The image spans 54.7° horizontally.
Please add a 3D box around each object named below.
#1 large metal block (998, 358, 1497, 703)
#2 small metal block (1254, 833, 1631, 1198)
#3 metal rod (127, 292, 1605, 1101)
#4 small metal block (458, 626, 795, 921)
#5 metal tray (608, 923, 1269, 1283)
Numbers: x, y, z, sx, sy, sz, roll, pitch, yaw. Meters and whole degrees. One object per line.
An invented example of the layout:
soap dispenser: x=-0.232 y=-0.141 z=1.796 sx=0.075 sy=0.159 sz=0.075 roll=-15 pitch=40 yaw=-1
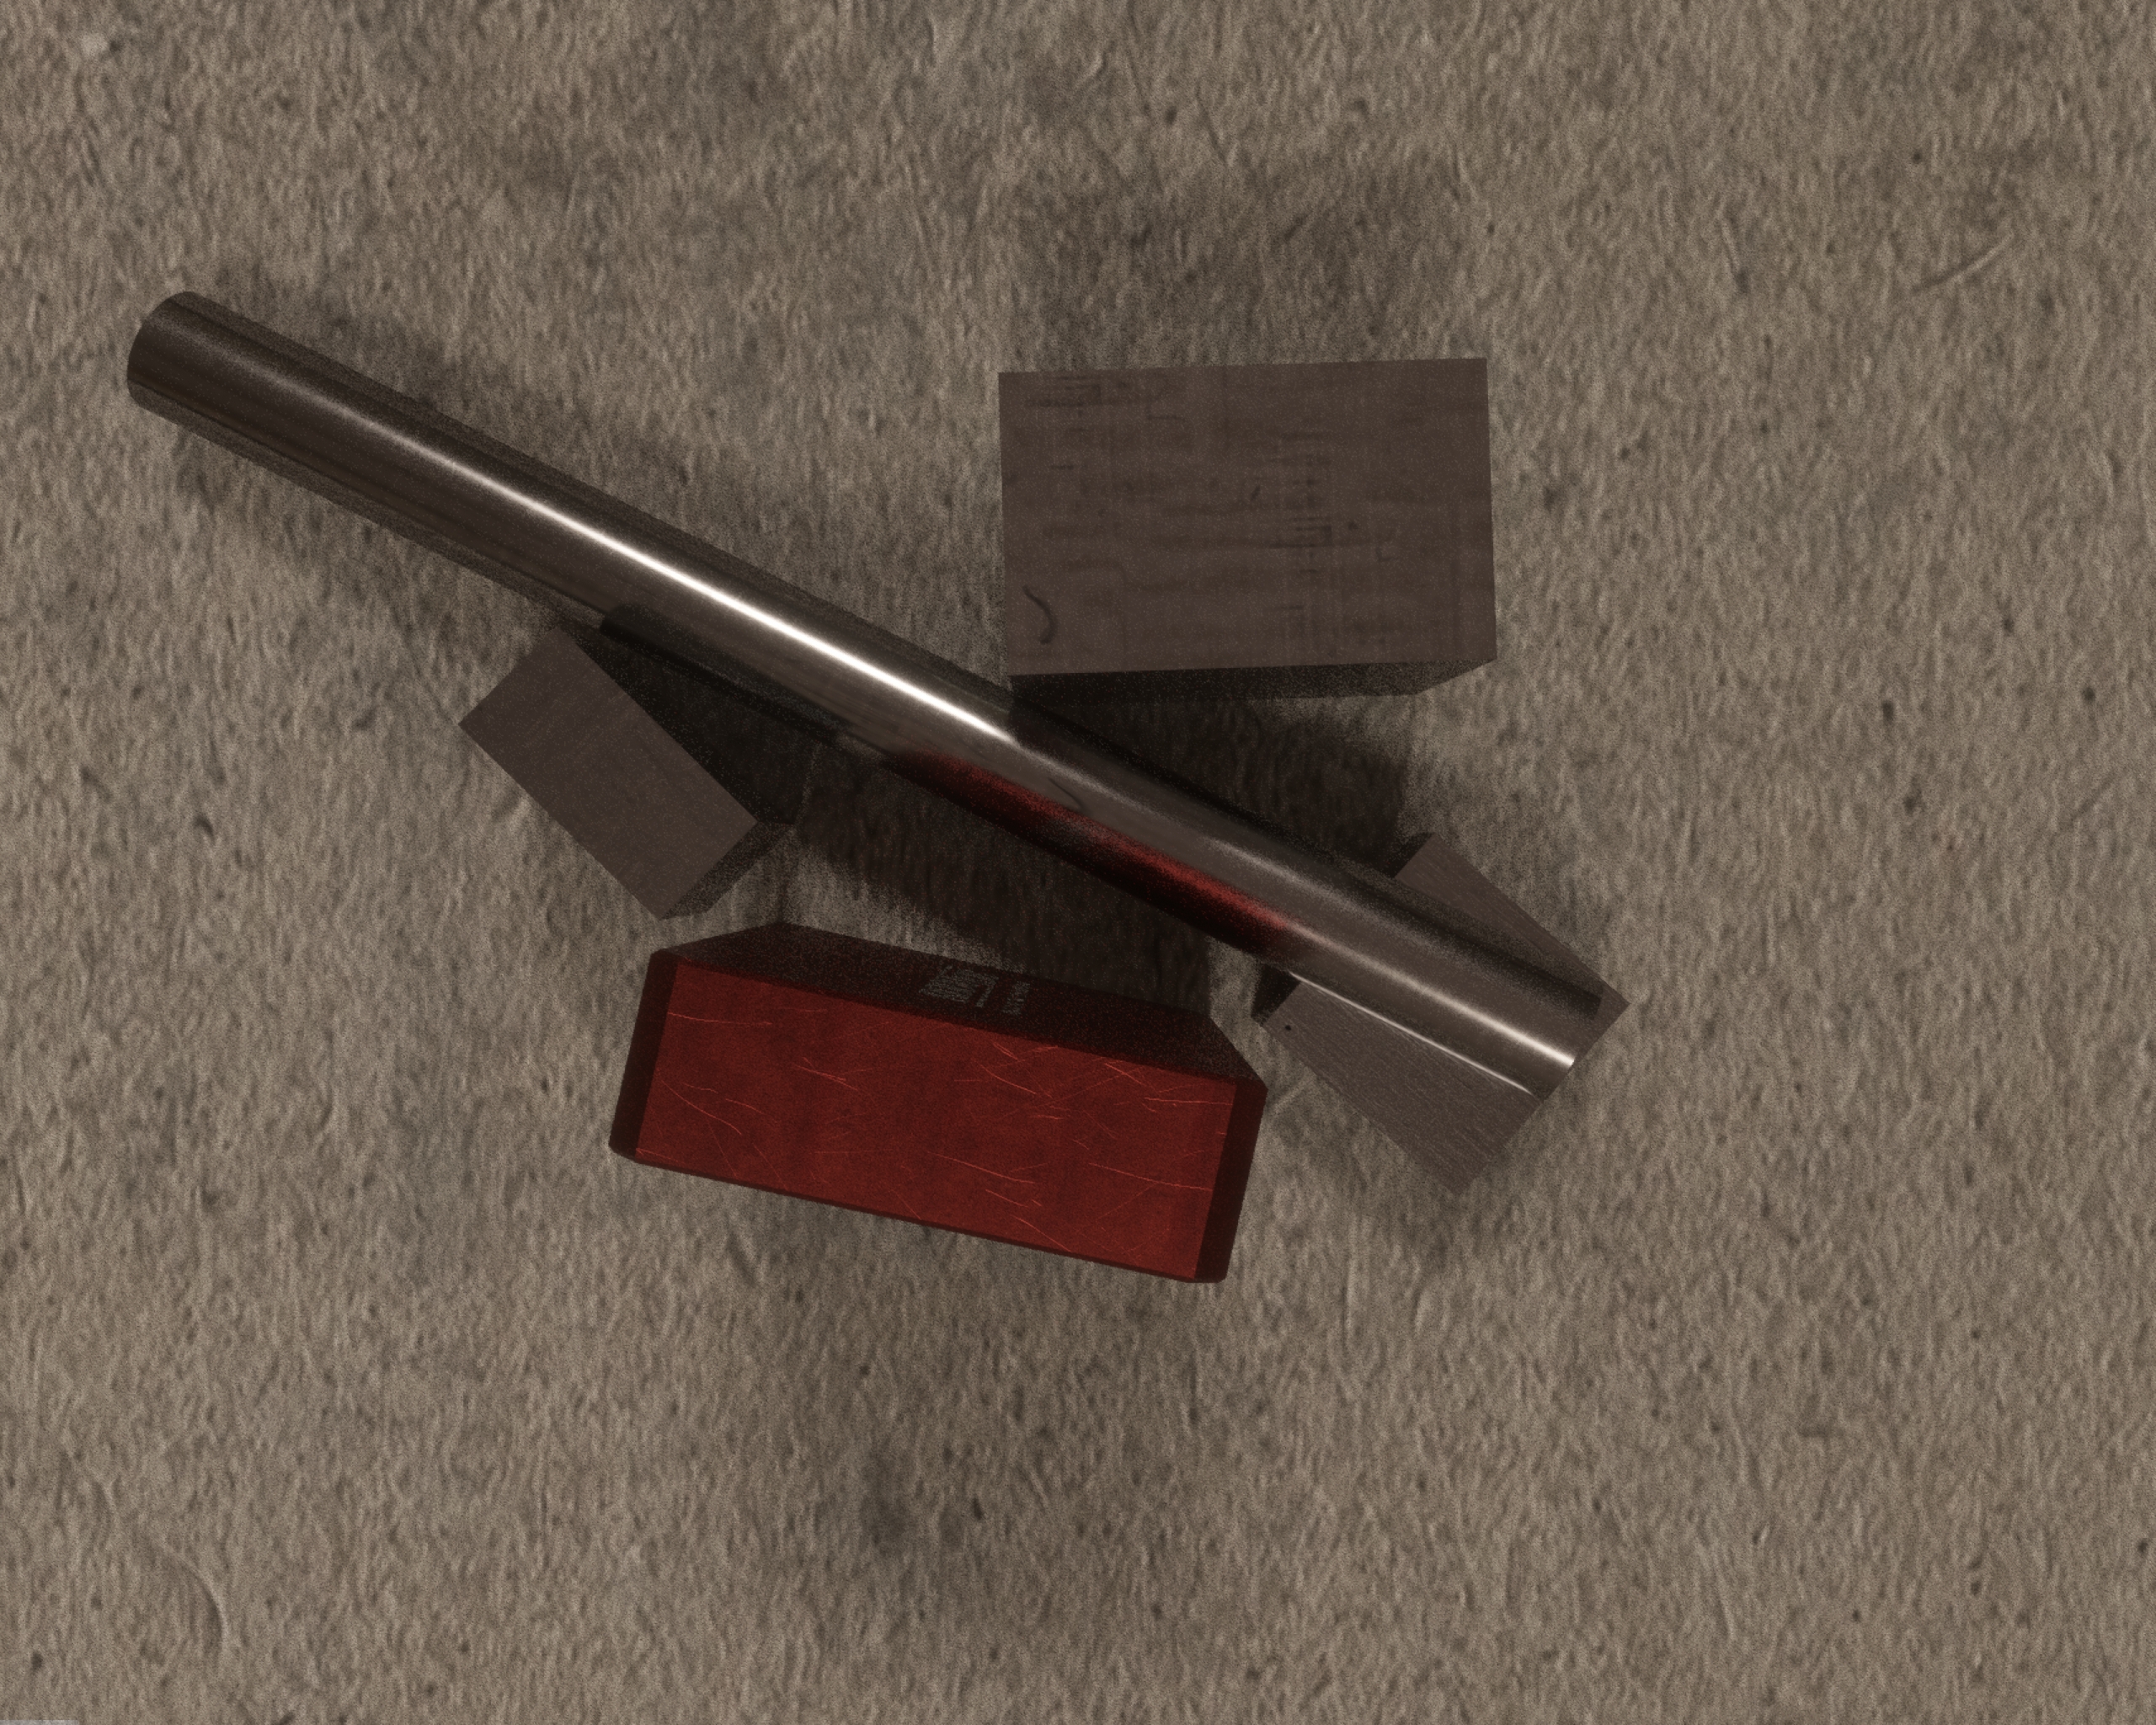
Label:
large metal block: x=0.028 y=-0.057 z=0.383 sx=0.081 sy=0.080 sz=0.050 roll=-2 pitch=90 yaw=-1
small metal block: x=0.071 y=0.029 z=0.413 sx=0.050 sy=0.025 sz=0.050 roll=41 pitch=90 yaw=-1
metal rod: x=-0.043 y=-0.034 z=0.397 sx=0.301 sy=0.025 sz=0.025 roll=26 pitch=90 yaw=5
small metal block: x=-0.084 y=-0.016 z=0.397 sx=0.050 sy=0.050 sz=0.025 roll=44 pitch=90 yaw=-1
metal tray: x=-0.020 y=0.036 z=0.359 sx=0.091 sy=0.130 sz=0.030 roll=12 pitch=90 yaw=0
